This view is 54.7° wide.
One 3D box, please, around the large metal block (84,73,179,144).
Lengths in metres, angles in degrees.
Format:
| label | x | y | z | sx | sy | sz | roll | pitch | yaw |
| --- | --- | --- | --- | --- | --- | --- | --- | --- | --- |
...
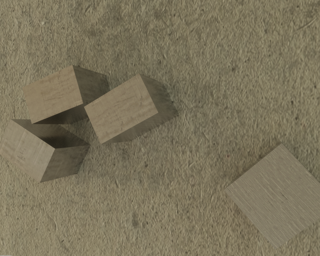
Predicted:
| label | x | y | z | sx | sy | sz | roll | pitch | yaw |
| --- | --- | --- | --- | --- | --- | --- | --- | --- | --- |
| large metal block | -0.032 | -0.021 | 0.391 | 0.080 | 0.080 | 0.050 | -28 | 81 | 18 |

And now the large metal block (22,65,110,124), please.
| label | x | y | z | sx | sy | sz | roll | pitch | yaw |
| --- | --- | --- | --- | --- | --- | --- | --- | --- | --- |
| large metal block | -0.121 | -0.041 | 0.422 | 0.080 | 0.080 | 0.050 | -19 | 84 | 19 |

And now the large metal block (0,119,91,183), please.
| label | x | y | z | sx | sy | sz | roll | pitch | yaw |
| --- | --- | --- | --- | --- | --- | --- | --- | --- | --- |
| large metal block | -0.160 | 0.029 | 0.436 | 0.080 | 0.080 | 0.050 | 30 | 100 | 17 |

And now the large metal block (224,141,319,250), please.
| label | x | y | z | sx | sy | sz | roll | pitch | yaw |
| --- | --- | --- | --- | --- | --- | --- | --- | --- | --- |
| large metal block | 0.133 | 0.072 | 0.349 | 0.080 | 0.050 | 0.080 | -44 | 77 | 15 |
